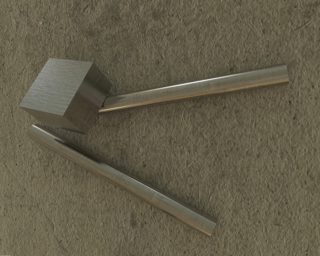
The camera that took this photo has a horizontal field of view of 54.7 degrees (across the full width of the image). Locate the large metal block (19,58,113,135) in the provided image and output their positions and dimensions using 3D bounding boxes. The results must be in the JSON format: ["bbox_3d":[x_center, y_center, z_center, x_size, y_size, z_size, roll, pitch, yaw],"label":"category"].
[{"bbox_3d":[-0.124,-0.044,0.415,0.080,0.050,0.080,11,66,29],"label":"large metal block"}]

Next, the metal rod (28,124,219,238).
[{"bbox_3d":[-0.063,0.065,0.429,0.301,0.025,0.025,25,98,17],"label":"metal rod"}]

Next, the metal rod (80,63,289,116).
[{"bbox_3d":[0.006,-0.043,0.406,0.301,0.025,0.025,-8,88,19],"label":"metal rod"}]
